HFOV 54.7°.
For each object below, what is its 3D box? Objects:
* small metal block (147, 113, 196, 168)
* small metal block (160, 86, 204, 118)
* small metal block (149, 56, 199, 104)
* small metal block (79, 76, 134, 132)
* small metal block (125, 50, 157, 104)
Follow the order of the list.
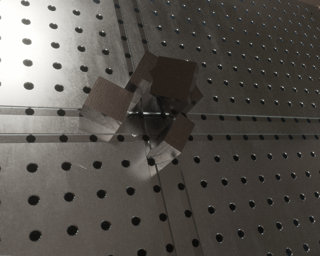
[{"bbox_3d":[0.014,0.016,0.391,0.025,0.050,0.050,35,51,-6],"label":"small metal block"},{"bbox_3d":[0.027,-0.048,0.437,0.025,0.050,0.050,-23,75,-37],"label":"small metal block"},{"bbox_3d":[0.019,-0.062,0.401,0.050,0.025,0.050,14,88,15],"label":"small metal block"},{"bbox_3d":[-0.067,-0.030,0.392,0.050,0.025,0.050,27,52,-12],"label":"small metal block"},{"bbox_3d":[-0.025,-0.069,0.422,0.025,0.050,0.050,30,52,-10],"label":"small metal block"}]
